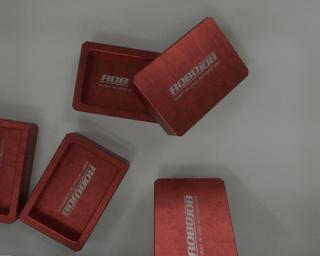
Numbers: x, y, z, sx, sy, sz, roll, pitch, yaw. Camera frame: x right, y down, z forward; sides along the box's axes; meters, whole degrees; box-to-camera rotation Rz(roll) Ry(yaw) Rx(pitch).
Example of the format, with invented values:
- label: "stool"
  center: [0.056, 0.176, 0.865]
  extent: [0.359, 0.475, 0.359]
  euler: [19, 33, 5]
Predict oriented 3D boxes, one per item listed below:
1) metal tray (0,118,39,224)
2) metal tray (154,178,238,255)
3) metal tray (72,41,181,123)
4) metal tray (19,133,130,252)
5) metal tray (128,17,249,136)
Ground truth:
- label: "metal tray"
  center: [-0.219, 0.052, 0.405]
  extent: [0.091, 0.030, 0.129]
  euler: [9, 90, -1]
- label: "metal tray"
  center: [0.038, 0.121, 0.368]
  extent: [0.091, 0.030, 0.130]
  euler: [0, 45, -1]
- label: "metal tray"
  center: [-0.041, -0.057, 0.408]
  extent: [0.131, 0.030, 0.089]
  euler: [9, 90, -1]
- label: "metal tray"
  center: [-0.110, 0.081, 0.407]
  extent: [0.090, 0.030, 0.130]
  euler: [30, 90, -1]
- label: "metal tray"
  center: [0.037, -0.063, 0.385]
  extent: [0.130, 0.030, 0.090]
  euler: [-42, 103, -15]
